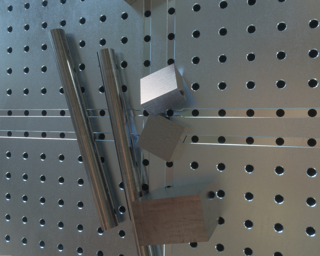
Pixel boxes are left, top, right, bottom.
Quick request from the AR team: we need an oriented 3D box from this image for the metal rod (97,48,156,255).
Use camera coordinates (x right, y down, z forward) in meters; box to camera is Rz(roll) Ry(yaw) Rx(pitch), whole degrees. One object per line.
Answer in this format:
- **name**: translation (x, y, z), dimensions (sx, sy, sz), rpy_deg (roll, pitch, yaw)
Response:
- **metal rod**: translation (-0.046, 0.037, 0.428), dimensions (0.025, 0.025, 0.298), rpy_deg (-13, 86, 19)

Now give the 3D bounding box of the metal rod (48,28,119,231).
- **metal rod**: translation (-0.113, -0.002, 0.452), dimensions (0.025, 0.025, 0.299), rpy_deg (-19, 84, 19)

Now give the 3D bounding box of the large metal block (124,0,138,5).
- **large metal block**: translation (-0.034, -0.228, 0.411), dimensions (0.080, 0.050, 0.080), rpy_deg (-27, 81, 18)

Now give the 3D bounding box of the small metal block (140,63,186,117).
- **small metal block**: translation (0.003, -0.049, 0.398), dimensions (0.050, 0.025, 0.050), rpy_deg (-22, 44, 18)

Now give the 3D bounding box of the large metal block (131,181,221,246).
- **large metal block**: translation (0.023, 0.101, 0.375), dimensions (0.080, 0.080, 0.050), rpy_deg (-11, 86, 19)

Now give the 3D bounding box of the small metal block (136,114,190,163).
- **small metal block**: translation (0.004, 0.011, 0.411), dimensions (0.050, 0.025, 0.050), rpy_deg (27, 99, 18)
